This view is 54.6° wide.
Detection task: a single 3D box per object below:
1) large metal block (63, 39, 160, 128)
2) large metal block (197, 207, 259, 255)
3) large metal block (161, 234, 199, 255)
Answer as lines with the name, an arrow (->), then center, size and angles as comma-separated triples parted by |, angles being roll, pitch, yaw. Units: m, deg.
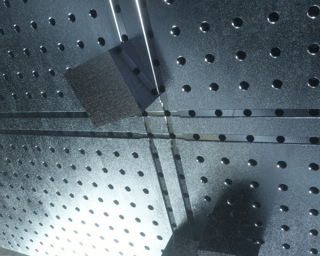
large metal block -> -0.060, -0.055, 0.394 | 0.080, 0.050, 0.080 | -16, 110, 34
large metal block -> 0.098, 0.169, 0.429 | 0.050, 0.080, 0.080 | -6, 116, 31
large metal block -> 0.043, 0.226, 0.493 | 0.080, 0.080, 0.050 | 6, 121, 25
